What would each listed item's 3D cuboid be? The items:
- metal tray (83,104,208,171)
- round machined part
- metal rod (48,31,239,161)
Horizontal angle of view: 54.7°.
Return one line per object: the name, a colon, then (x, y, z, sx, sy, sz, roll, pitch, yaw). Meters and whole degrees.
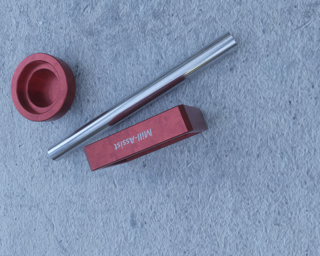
metal tray: (-0.014, 0.013, 0.378, 0.130, 0.090, 0.030, -23, 83, 18)
round machined part: (-0.165, -0.058, 0.457, 0.098, 0.042, 0.097, 0, 90, 19)
metal rod: (-0.034, -0.034, 0.419, 0.300, 0.025, 0.025, -31, 80, 17)
